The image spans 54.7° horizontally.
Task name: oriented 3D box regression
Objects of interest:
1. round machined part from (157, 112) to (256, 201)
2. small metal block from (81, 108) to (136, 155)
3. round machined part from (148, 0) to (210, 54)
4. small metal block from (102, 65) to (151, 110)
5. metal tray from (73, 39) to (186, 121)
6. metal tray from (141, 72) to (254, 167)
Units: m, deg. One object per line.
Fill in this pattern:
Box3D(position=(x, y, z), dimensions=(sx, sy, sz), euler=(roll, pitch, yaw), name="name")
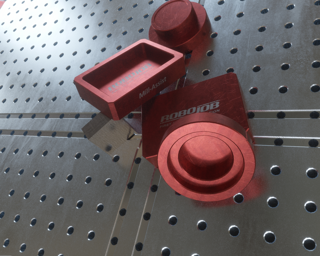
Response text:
Box3D(position=(0.049, 0.027, 0.329), dimensions=(0.098, 0.098, 0.042), euler=(-16, 24, 19), name="round machined part")
Box3D(position=(-0.070, 0.003, 0.427), dimensions=(0.050, 0.050, 0.025), euler=(-42, 51, -1), name="small metal block")
Box3D(position=(0.025, -0.163, 0.484), dimensions=(0.098, 0.042, 0.098), euler=(-13, 56, 21), name="round machined part")
Box3D(position=(-0.051, -0.062, 0.474), dimensions=(0.050, 0.025, 0.050), euler=(-49, 51, -6), name="small metal block")
Box3D(position=(-0.040, -0.072, 0.429), dimensions=(0.131, 0.030, 0.090), euler=(-37, 49, -25), name="metal tray")
Box3D(position=(0.042, -0.010, 0.389), dimensions=(0.130, 0.030, 0.090), euler=(-16, 55, 19), name="metal tray")
